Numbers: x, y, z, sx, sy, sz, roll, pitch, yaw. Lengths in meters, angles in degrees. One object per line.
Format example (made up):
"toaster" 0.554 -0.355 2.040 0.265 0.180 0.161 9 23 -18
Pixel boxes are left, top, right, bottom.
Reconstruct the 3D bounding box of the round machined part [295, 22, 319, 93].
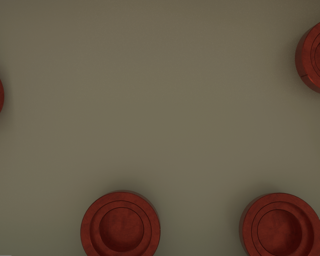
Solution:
"round machined part" 0.225 -0.090 0.404 0.099 0.042 0.097 0 90 0

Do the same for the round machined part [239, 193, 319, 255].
"round machined part" 0.150 0.133 0.397 0.099 0.042 0.098 0 77 1

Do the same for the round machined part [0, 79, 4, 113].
"round machined part" -0.251 -0.042 0.382 0.042 0.099 0.097 -5 90 34

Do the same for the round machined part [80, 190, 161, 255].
"round machined part" -0.048 0.129 0.400 0.099 0.042 0.097 0 85 0
